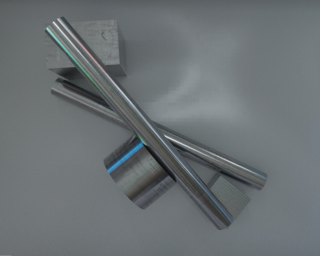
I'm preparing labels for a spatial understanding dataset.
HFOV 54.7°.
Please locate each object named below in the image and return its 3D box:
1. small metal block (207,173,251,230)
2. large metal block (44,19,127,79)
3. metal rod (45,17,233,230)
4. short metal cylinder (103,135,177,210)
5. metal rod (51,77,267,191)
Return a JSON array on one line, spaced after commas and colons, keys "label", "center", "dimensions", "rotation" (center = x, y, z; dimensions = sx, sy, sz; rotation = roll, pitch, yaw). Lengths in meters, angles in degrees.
[{"label": "small metal block", "center": [0.082, 0.096, 0.411], "dimensions": [0.050, 0.025, 0.050], "rotation": [38, 90, -1]}, {"label": "large metal block", "center": [-0.087, -0.093, 0.382], "dimensions": [0.081, 0.080, 0.050], "rotation": [-4, 90, -1]}, {"label": "metal rod", "center": [-0.014, 0.005, 0.352], "dimensions": [0.025, 0.025, 0.300], "rotation": [-40, 103, 0]}, {"label": "short metal cylinder", "center": [-0.023, 0.052, 0.381], "dimensions": [0.050, 0.080, 0.080], "rotation": [-40, 91, 0]}, {"label": "metal rod", "center": [0.000, 0.008, 0.410], "dimensions": [0.301, 0.025, 0.025], "rotation": [25, 90, -1]}]
